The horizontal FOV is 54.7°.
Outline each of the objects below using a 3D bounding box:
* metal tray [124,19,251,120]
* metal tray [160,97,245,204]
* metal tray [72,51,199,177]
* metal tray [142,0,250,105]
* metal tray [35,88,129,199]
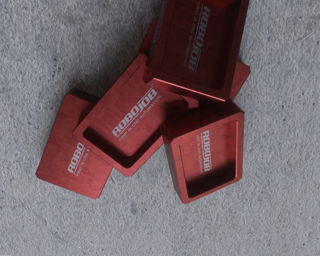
[{"bbox_3d":[0.032,-0.066,0.384,0.131,0.030,0.089,25,108,-10],"label":"metal tray"},{"bbox_3d":[0.056,0.033,0.385,0.091,0.030,0.129,-22,134,-10],"label":"metal tray"},{"bbox_3d":[-0.029,-0.015,0.371,0.090,0.030,0.130,40,105,-14],"label":"metal tray"},{"bbox_3d":[0.041,-0.100,0.336,0.091,0.030,0.129,15,82,-17],"label":"metal tray"},{"bbox_3d":[-0.100,0.023,0.415,0.090,0.030,0.129,23,108,-9],"label":"metal tray"}]
